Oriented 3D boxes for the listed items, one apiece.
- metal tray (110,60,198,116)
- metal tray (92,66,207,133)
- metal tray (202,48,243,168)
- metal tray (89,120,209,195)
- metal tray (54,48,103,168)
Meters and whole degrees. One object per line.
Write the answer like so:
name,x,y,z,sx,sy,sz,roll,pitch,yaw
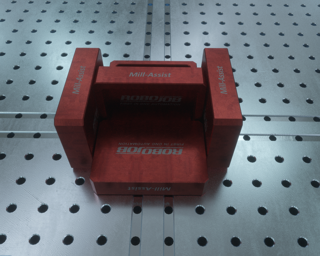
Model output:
metal tray,-0.010,-0.059,0.454,0.131,0.030,0.090,1,50,0
metal tray,-0.012,-0.033,0.391,0.131,0.089,0.030,1,50,0
metal tray,0.070,-0.027,0.388,0.030,0.089,0.130,1,50,0
metal tray,-0.012,0.033,0.374,0.131,0.030,0.090,1,50,0
metal tray,-0.092,-0.027,0.386,0.030,0.089,0.130,1,50,0
